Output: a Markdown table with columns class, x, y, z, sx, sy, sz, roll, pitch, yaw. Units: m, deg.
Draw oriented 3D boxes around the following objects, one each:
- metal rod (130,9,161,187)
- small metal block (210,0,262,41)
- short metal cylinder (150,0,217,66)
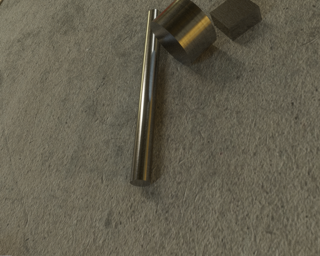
| class | x | y | z | sx | sy | sz | roll | pitch | yaw |
| --- | --- | --- | --- | --- | --- | --- | --- | --- | --- |
| metal rod | -0.016 | -0.062 | 0.450 | 0.025 | 0.025 | 0.299 | -10 | 57 | 22 |
| small metal block | 0.109 | -0.161 | 0.446 | 0.050 | 0.025 | 0.050 | -36 | 51 | 4 |
| short metal cylinder | 0.032 | -0.134 | 0.434 | 0.050 | 0.080 | 0.080 | -45 | 51 | -3 |
